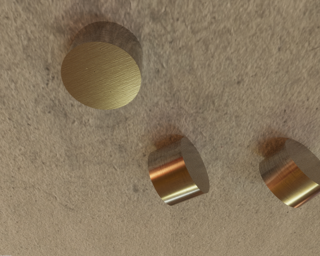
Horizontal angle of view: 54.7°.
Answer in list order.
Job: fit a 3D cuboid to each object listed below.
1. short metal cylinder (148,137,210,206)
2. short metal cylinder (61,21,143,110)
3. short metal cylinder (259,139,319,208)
[{"bbox_3d":[0.026,0.059,0.422,0.050,0.080,0.080,-26,126,20],"label":"short metal cylinder"},{"bbox_3d":[-0.060,-0.066,0.333,0.081,0.050,0.079,0,130,0],"label":"short metal cylinder"},{"bbox_3d":[0.185,0.062,0.427,0.080,0.080,0.050,25,125,-20],"label":"short metal cylinder"}]
